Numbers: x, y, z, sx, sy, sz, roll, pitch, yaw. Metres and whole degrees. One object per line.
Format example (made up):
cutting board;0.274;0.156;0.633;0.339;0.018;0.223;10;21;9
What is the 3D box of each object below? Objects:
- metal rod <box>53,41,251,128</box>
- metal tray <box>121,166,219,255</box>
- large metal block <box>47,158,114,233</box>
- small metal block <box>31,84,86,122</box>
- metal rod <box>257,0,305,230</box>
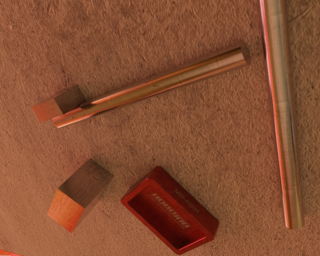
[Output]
metal rod;-0.034;-0.044;0.396;0.300;0.025;0.025;-15;111;33
metal tray;0.014;0.129;0.474;0.130;0.030;0.090;44;129;-3
large metal block;-0.129;0.109;0.505;0.050;0.080;0.079;36;129;4
small metal block;-0.144;-0.035;0.443;0.050;0.050;0.025;-13;112;33
metal rod;0.131;-0.012;0.329;0.025;0.025;0.298;-2;118;29
